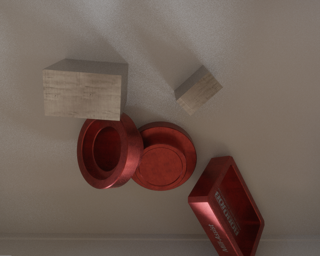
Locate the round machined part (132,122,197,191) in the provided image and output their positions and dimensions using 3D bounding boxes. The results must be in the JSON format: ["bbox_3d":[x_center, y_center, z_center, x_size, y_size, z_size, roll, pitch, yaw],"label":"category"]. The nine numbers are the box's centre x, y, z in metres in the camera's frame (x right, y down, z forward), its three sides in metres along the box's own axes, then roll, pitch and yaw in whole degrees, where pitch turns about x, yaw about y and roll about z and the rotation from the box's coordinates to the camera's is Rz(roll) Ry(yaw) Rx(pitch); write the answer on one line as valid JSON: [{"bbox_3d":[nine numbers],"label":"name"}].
[{"bbox_3d":[0.001,0.044,0.419,0.099,0.042,0.097,0,110,-1],"label":"round machined part"}]

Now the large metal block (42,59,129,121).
[{"bbox_3d":[-0.082,-0.048,0.363,0.081,0.080,0.050,4,110,-2],"label":"large metal block"}]

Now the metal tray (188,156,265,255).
[{"bbox_3d":[0.094,0.114,0.419,0.030,0.090,0.130,-14,114,40],"label":"metal tray"}]

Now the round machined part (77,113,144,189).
[{"bbox_3d":[-0.059,0.027,0.393,0.042,0.098,0.097,7,117,-49],"label":"round machined part"}]

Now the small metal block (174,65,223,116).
[{"bbox_3d":[0.046,-0.048,0.381,0.050,0.050,0.025,-42,105,13],"label":"small metal block"}]
